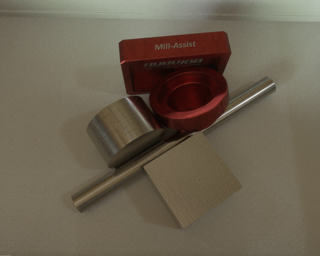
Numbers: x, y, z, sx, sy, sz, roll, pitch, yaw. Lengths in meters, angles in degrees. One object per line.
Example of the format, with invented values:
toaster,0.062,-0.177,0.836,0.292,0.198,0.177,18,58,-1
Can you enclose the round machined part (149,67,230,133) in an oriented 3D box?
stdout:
round machined part,0.039,-0.032,0.396,0.098,0.042,0.098,-10,44,10

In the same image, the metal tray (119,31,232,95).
metal tray,0.017,-0.081,0.402,0.131,0.090,0.030,-6,71,-3

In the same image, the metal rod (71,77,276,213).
metal rod,0.026,0.016,0.403,0.301,0.025,0.025,-31,73,-11

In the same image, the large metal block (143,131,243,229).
large metal block,0.036,0.063,0.371,0.080,0.050,0.080,-31,73,-11

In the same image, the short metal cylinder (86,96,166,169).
short metal cylinder,-0.041,0.006,0.376,0.080,0.080,0.050,-32,74,-11
